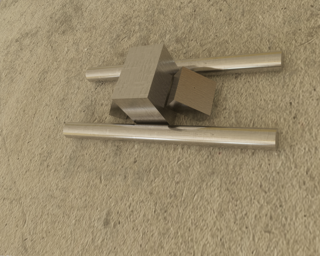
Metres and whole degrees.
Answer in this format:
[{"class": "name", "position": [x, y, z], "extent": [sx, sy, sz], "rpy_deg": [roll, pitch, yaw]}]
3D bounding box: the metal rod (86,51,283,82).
[{"class": "metal rod", "position": [0.017, -0.085, 0.447], "extent": [0.300, 0.025, 0.025], "rpy_deg": [2, 63, 28]}]

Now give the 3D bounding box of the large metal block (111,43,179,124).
[{"class": "large metal block", "position": [-0.010, -0.051, 0.408], "extent": [0.050, 0.080, 0.080], "rpy_deg": [1, 62, 28]}]

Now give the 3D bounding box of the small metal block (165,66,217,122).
[{"class": "small metal block", "position": [0.040, -0.042, 0.391], "extent": [0.025, 0.050, 0.050], "rpy_deg": [-39, 32, 60]}]

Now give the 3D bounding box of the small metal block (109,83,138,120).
[{"class": "small metal block", "position": [-0.051, -0.046, 0.441], "extent": [0.025, 0.050, 0.050], "rpy_deg": [18, 66, -7]}]

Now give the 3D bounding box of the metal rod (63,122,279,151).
[{"class": "metal rod", "position": [-0.007, 0.008, 0.403], "extent": [0.300, 0.025, 0.025], "rpy_deg": [2, 63, 28]}]
